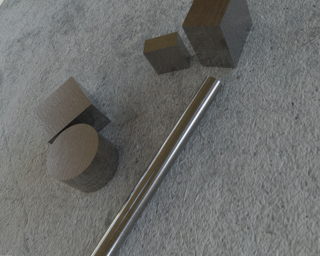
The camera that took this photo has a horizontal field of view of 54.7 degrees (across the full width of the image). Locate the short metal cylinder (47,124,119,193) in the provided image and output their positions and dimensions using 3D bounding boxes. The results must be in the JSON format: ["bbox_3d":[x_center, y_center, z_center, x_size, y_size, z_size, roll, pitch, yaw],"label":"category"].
[{"bbox_3d":[-0.103,0.041,0.417,0.080,0.050,0.080,-13,56,21],"label":"short metal cylinder"}]

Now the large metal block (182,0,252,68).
[{"bbox_3d":[0.079,-0.137,0.411,0.050,0.080,0.080,11,67,32],"label":"large metal block"}]

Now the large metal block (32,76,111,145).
[{"bbox_3d":[-0.134,-0.018,0.470,0.080,0.050,0.080,-41,51,0],"label":"large metal block"}]

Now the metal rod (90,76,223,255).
[{"bbox_3d":[-0.011,0.062,0.370,0.025,0.025,0.300,24,74,36],"label":"metal rod"}]

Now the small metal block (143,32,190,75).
[{"bbox_3d":[0.011,-0.107,0.448,0.050,0.050,0.025,-8,59,24],"label":"small metal block"}]
